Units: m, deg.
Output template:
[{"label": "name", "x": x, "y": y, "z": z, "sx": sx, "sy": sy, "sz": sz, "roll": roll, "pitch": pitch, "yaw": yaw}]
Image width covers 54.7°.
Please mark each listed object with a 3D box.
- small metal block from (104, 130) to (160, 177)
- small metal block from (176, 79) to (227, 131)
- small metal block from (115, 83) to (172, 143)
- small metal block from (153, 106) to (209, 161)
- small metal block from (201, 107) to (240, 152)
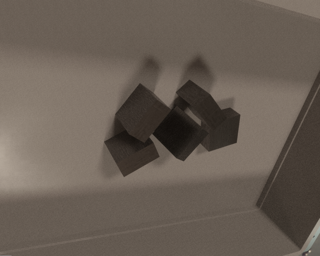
[{"label": "small metal block", "x": -0.036, "y": 0.027, "z": 0.391, "sx": 0.050, "sy": 0.050, "sz": 0.025, "roll": -29, "pitch": 129, "yaw": -10}, {"label": "small metal block", "x": 0.054, "y": -0.030, "z": 0.405, "sx": 0.025, "sy": 0.050, "sz": 0.050, "roll": -43, "pitch": 130, "yaw": 1}, {"label": "small metal block", "x": -0.021, "y": -0.019, "z": 0.371, "sx": 0.025, "sy": 0.050, "sz": 0.050, "roll": 33, "pitch": 99, "yaw": -39}, {"label": "small metal block", "x": 0.027, "y": 0.007, "z": 0.410, "sx": 0.050, "sy": 0.050, "sz": 0.025, "roll": -49, "pitch": 151, "yaw": 6}, {"label": "small metal block", "x": 0.089, "y": 0.002, "z": 0.461, "sx": 0.050, "sy": 0.025, "sz": 0.050, "roll": -15, "pitch": 125, "yaw": -20}]
